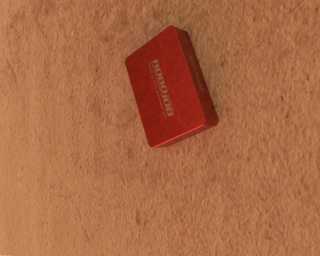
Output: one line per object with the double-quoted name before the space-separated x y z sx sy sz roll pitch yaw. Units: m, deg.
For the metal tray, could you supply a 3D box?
"metal tray" 0.010 -0.049 0.391 0.090 0.030 0.129 -27 74 36
